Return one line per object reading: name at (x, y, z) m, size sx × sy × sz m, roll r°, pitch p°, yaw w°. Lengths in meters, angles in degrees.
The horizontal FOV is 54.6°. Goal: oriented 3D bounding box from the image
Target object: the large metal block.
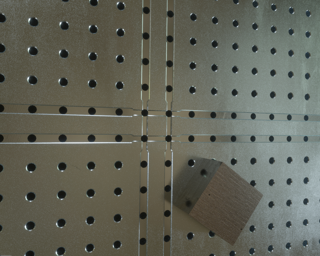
large metal block at (0.080, 0.100, 0.429) m, size 0.080 × 0.050 × 0.080 m, roll 39°, pitch 78°, yaw -16°
